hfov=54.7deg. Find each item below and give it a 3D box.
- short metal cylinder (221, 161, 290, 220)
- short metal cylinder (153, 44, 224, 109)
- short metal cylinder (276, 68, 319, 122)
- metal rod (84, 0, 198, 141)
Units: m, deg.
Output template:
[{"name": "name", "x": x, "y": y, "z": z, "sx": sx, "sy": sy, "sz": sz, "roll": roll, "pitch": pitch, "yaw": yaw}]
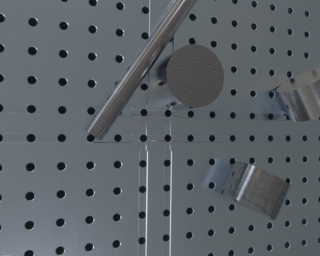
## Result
[{"name": "short metal cylinder", "x": 0.132, "y": 0.087, "z": 0.433, "sx": 0.080, "sy": 0.080, "sz": 0.050, "roll": 30, "pitch": 80, "yaw": -18}, {"name": "short metal cylinder", "x": 0.037, "y": -0.066, "z": 0.413, "sx": 0.081, "sy": 0.050, "sz": 0.079, "roll": 0, "pitch": 90, "yaw": -20}, {"name": "short metal cylinder", "x": 0.226, "y": -0.051, "z": 0.467, "sx": 0.080, "sy": 0.080, "sz": 0.050, "roll": -32, "pitch": 101, "yaw": -17}, {"name": "metal rod", "x": -0.003, "y": -0.114, "z": 0.411, "sx": 0.025, "sy": 0.025, "sz": 0.300, "roll": 36, "pitch": 78, "yaw": -17}]
